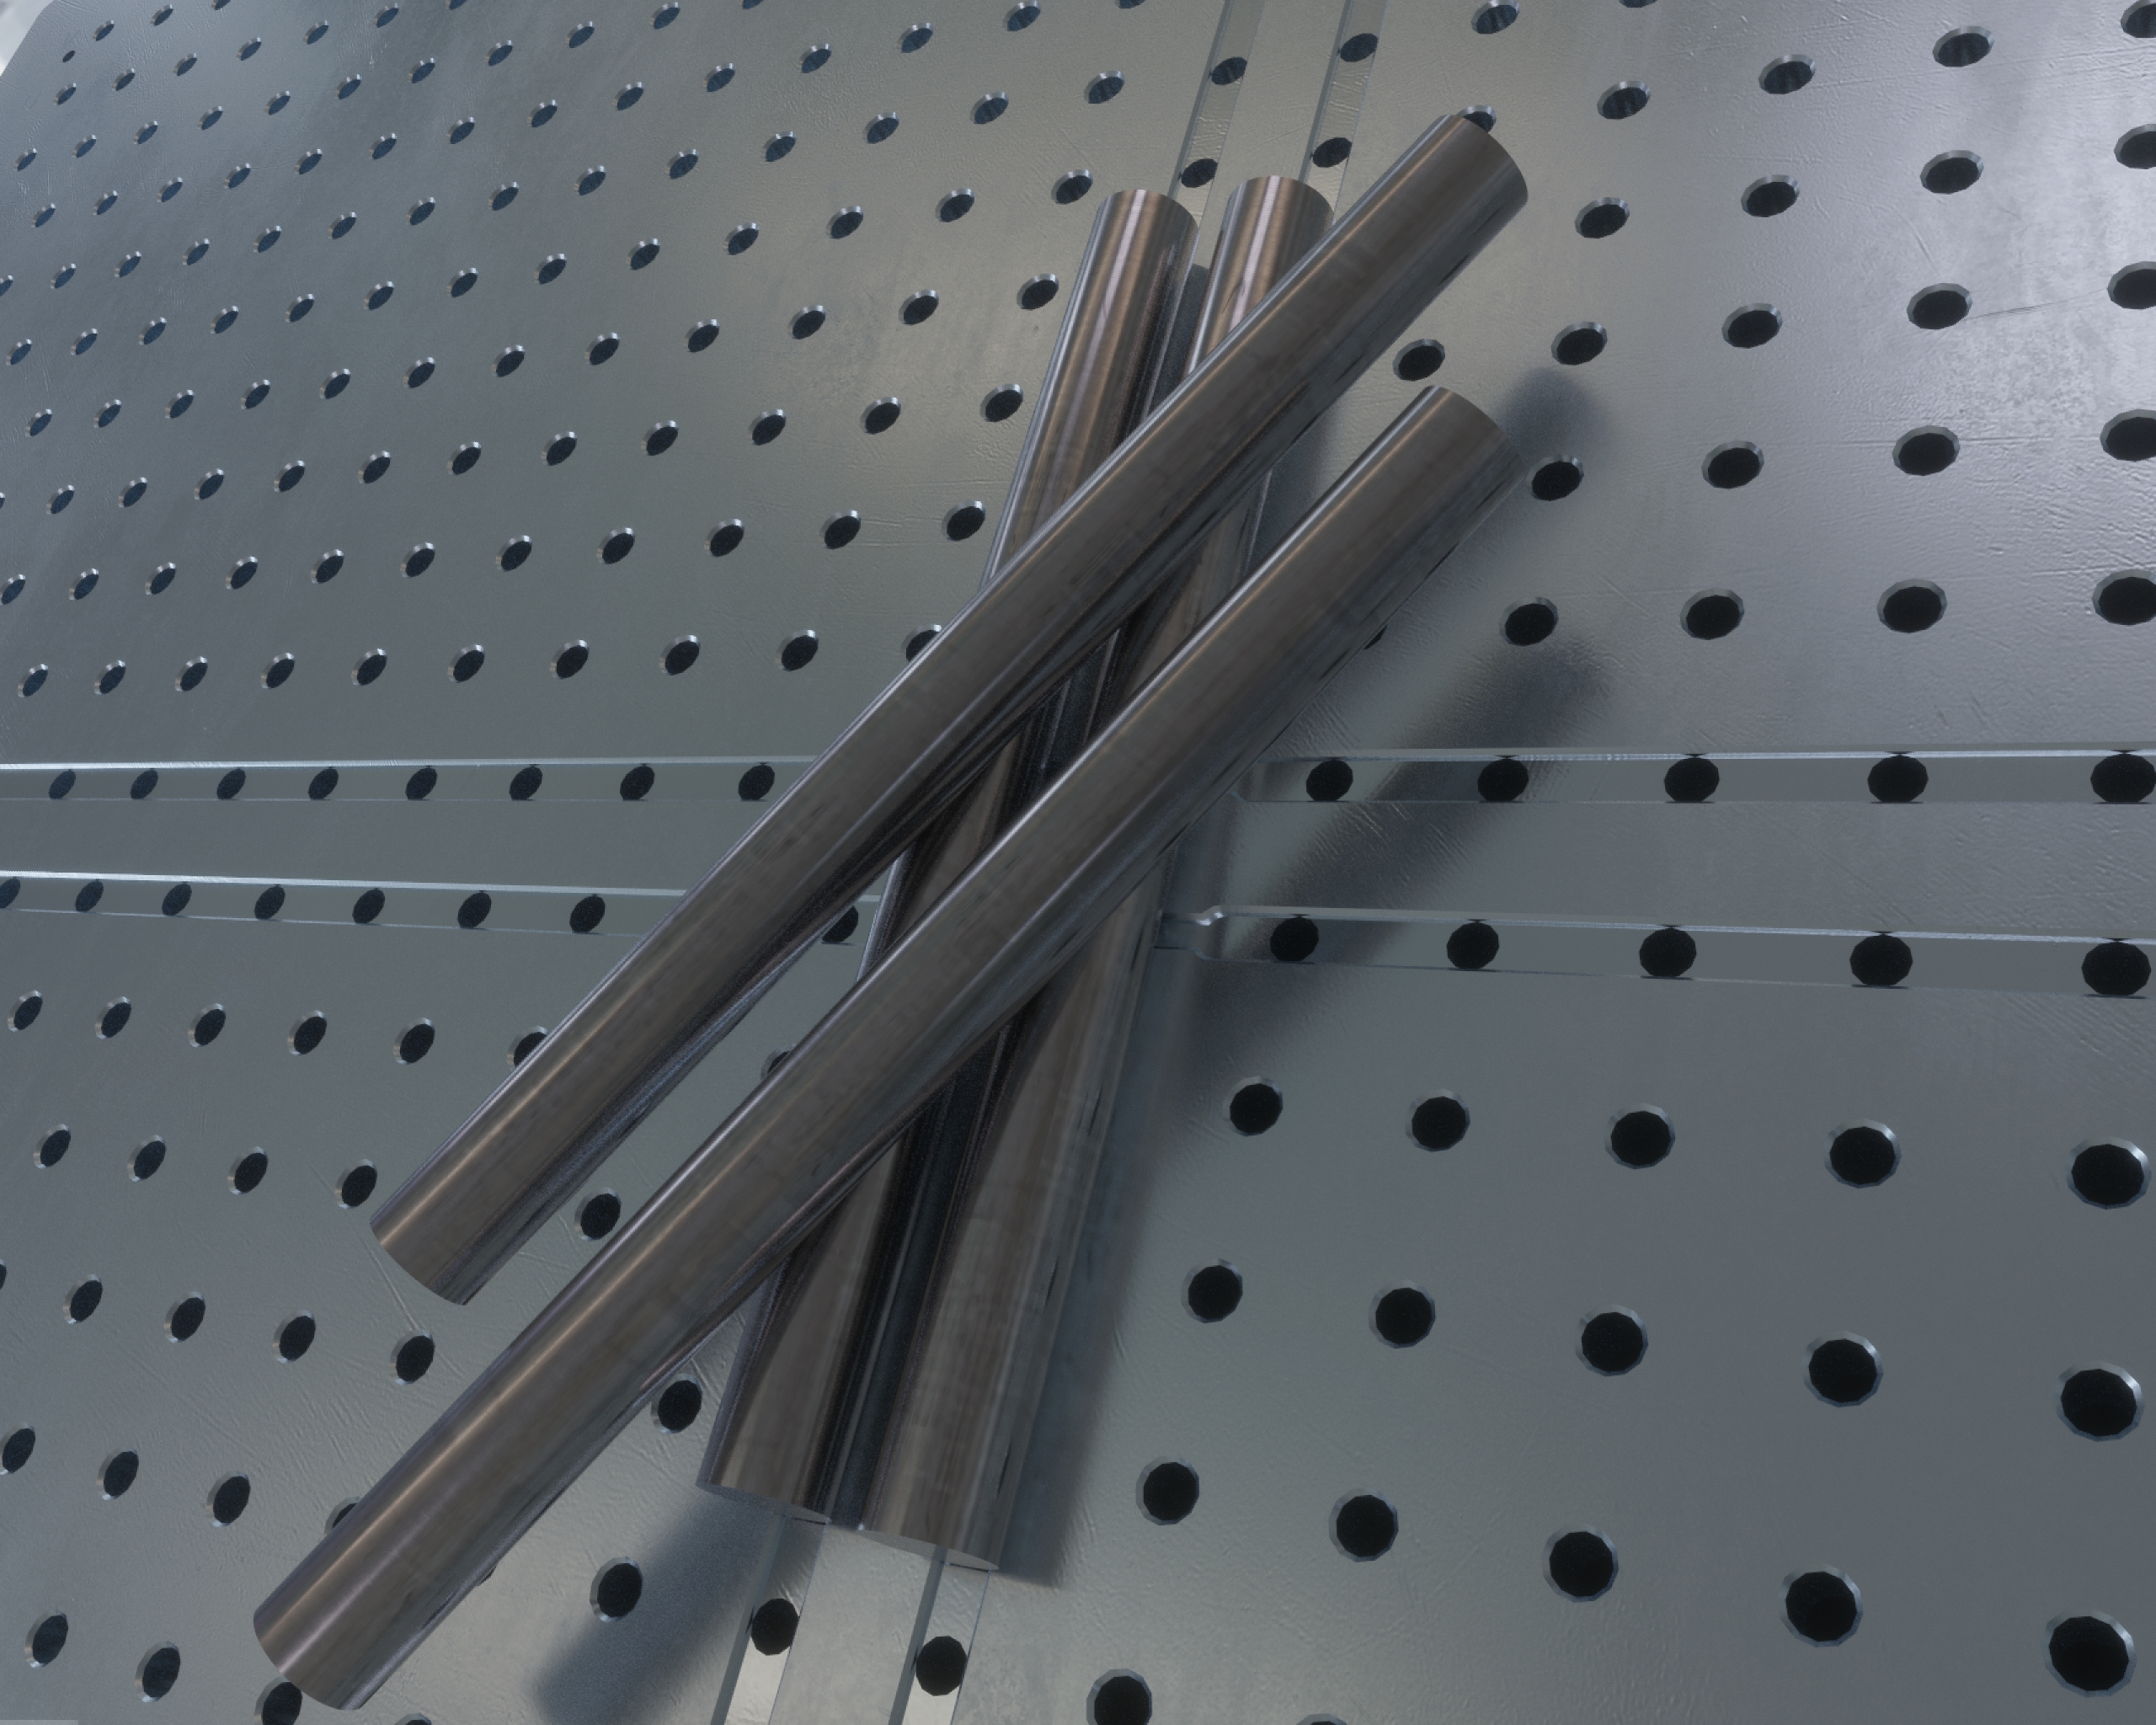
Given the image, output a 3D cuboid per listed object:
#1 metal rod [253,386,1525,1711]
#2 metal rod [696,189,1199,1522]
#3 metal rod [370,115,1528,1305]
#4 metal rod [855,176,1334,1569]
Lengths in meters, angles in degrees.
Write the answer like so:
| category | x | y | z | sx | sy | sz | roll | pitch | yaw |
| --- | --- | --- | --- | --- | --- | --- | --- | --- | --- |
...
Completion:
| category | x | y | z | sx | sy | sz | roll | pitch | yaw |
| --- | --- | --- | --- | --- | --- | --- | --- | --- | --- |
| metal rod | -0.030 | 0.029 | 0.375 | 0.300 | 0.025 | 0.025 | -46 | 51 | -5 |
| metal rod | -0.020 | -0.018 | 0.431 | 0.025 | 0.025 | 0.300 | 1 | 62 | 29 |
| metal rod | -0.022 | -0.033 | 0.410 | 0.300 | 0.025 | 0.025 | -46 | 51 | -5 |
| metal rod | 0.010 | -0.016 | 0.414 | 0.025 | 0.025 | 0.300 | 1 | 62 | 29 |
